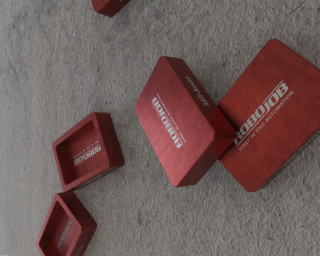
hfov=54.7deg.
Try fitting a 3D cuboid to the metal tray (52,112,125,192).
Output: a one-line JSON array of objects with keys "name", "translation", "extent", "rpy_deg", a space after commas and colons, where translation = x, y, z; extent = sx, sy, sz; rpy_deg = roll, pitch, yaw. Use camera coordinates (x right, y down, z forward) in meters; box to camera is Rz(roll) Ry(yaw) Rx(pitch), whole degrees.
[{"name": "metal tray", "translation": [-0.120, 0.041, 0.501], "extent": [0.130, 0.030, 0.090], "rpy_deg": [-31, 71, 35]}]

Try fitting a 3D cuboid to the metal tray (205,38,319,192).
[{"name": "metal tray", "translation": [0.108, -0.010, 0.313], "extent": [0.090, 0.030, 0.129], "rpy_deg": [50, 119, 28]}]

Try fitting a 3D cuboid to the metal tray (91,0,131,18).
[{"name": "metal tray", "translation": [-0.054, -0.235, 0.446], "extent": [0.130, 0.030, 0.090], "rpy_deg": [-27, 74, 37]}]

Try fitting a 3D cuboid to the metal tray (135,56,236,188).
[{"name": "metal tray", "translation": [0.021, -0.009, 0.359], "extent": [0.089, 0.030, 0.130], "rpy_deg": [-59, 46, 37]}]

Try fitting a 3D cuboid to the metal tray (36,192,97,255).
[{"name": "metal tray", "translation": [-0.167, 0.187, 0.539], "extent": [0.090, 0.030, 0.129], "rpy_deg": [41, 115, 32]}]
